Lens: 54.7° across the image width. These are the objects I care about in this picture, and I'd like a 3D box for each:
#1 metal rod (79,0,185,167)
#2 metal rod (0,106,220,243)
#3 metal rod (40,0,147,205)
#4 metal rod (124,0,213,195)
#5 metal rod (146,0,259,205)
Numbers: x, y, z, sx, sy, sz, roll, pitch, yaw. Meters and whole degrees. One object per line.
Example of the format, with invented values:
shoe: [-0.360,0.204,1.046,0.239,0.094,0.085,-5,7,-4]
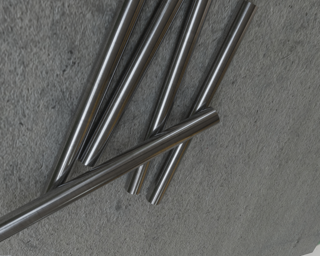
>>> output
metal rod: [-0.017,-0.084,0.344,0.025,0.025,0.298,19,108,-36]
metal rod: [-0.061,0.052,0.371,0.302,0.025,0.025,-28,128,-11]
metal rod: [-0.075,-0.034,0.344,0.025,0.025,0.298,15,111,-34]
metal rod: [0.009,-0.044,0.384,0.025,0.025,0.298,6,115,-31]
metal rod: [0.048,-0.021,0.419,0.025,0.025,0.298,12,112,-33]
